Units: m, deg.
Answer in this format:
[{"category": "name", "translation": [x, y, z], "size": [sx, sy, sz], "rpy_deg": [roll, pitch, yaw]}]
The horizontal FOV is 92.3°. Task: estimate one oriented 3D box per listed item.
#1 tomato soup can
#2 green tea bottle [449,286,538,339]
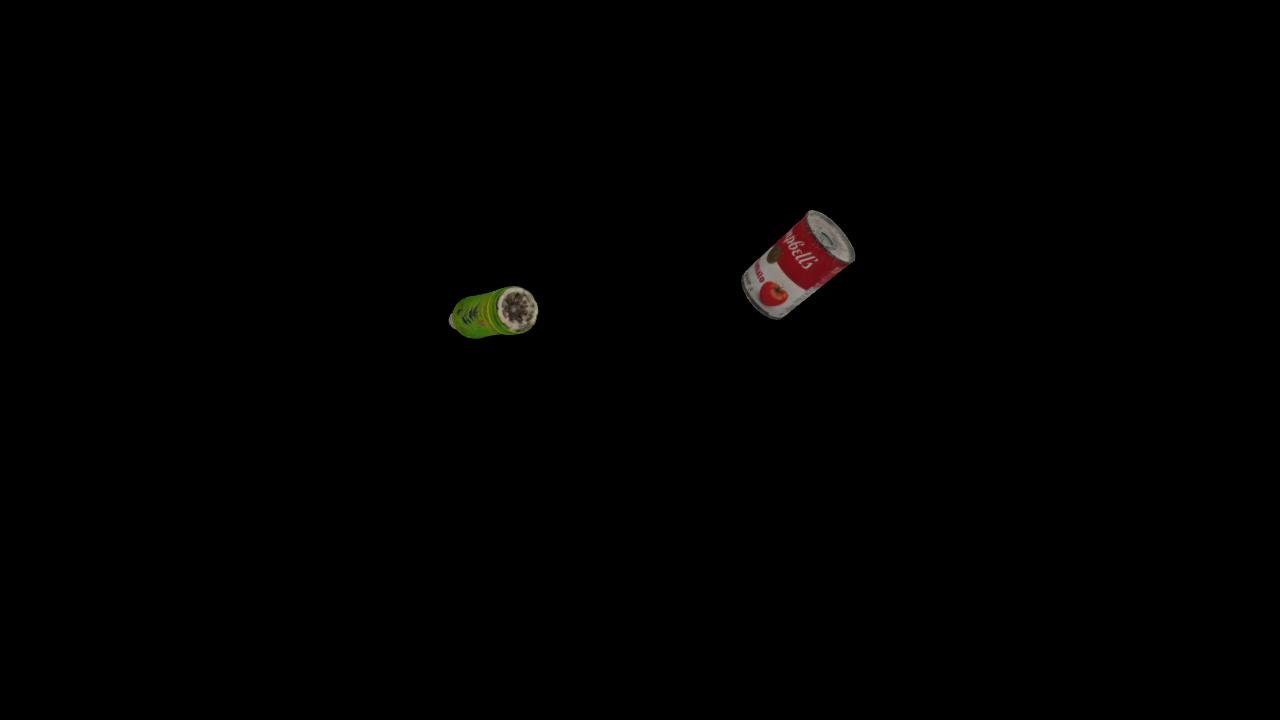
[{"category": "tomato soup can", "translation": [0.163, -0.097, 0.643], "size": [0.068, 0.068, 0.101], "rpy_deg": [0, -32, -41]}, {"category": "green tea bottle", "translation": [-0.237, -0.067, 0.942], "size": [0.073, 0.073, 0.212], "rpy_deg": [0, -3, -40]}]
